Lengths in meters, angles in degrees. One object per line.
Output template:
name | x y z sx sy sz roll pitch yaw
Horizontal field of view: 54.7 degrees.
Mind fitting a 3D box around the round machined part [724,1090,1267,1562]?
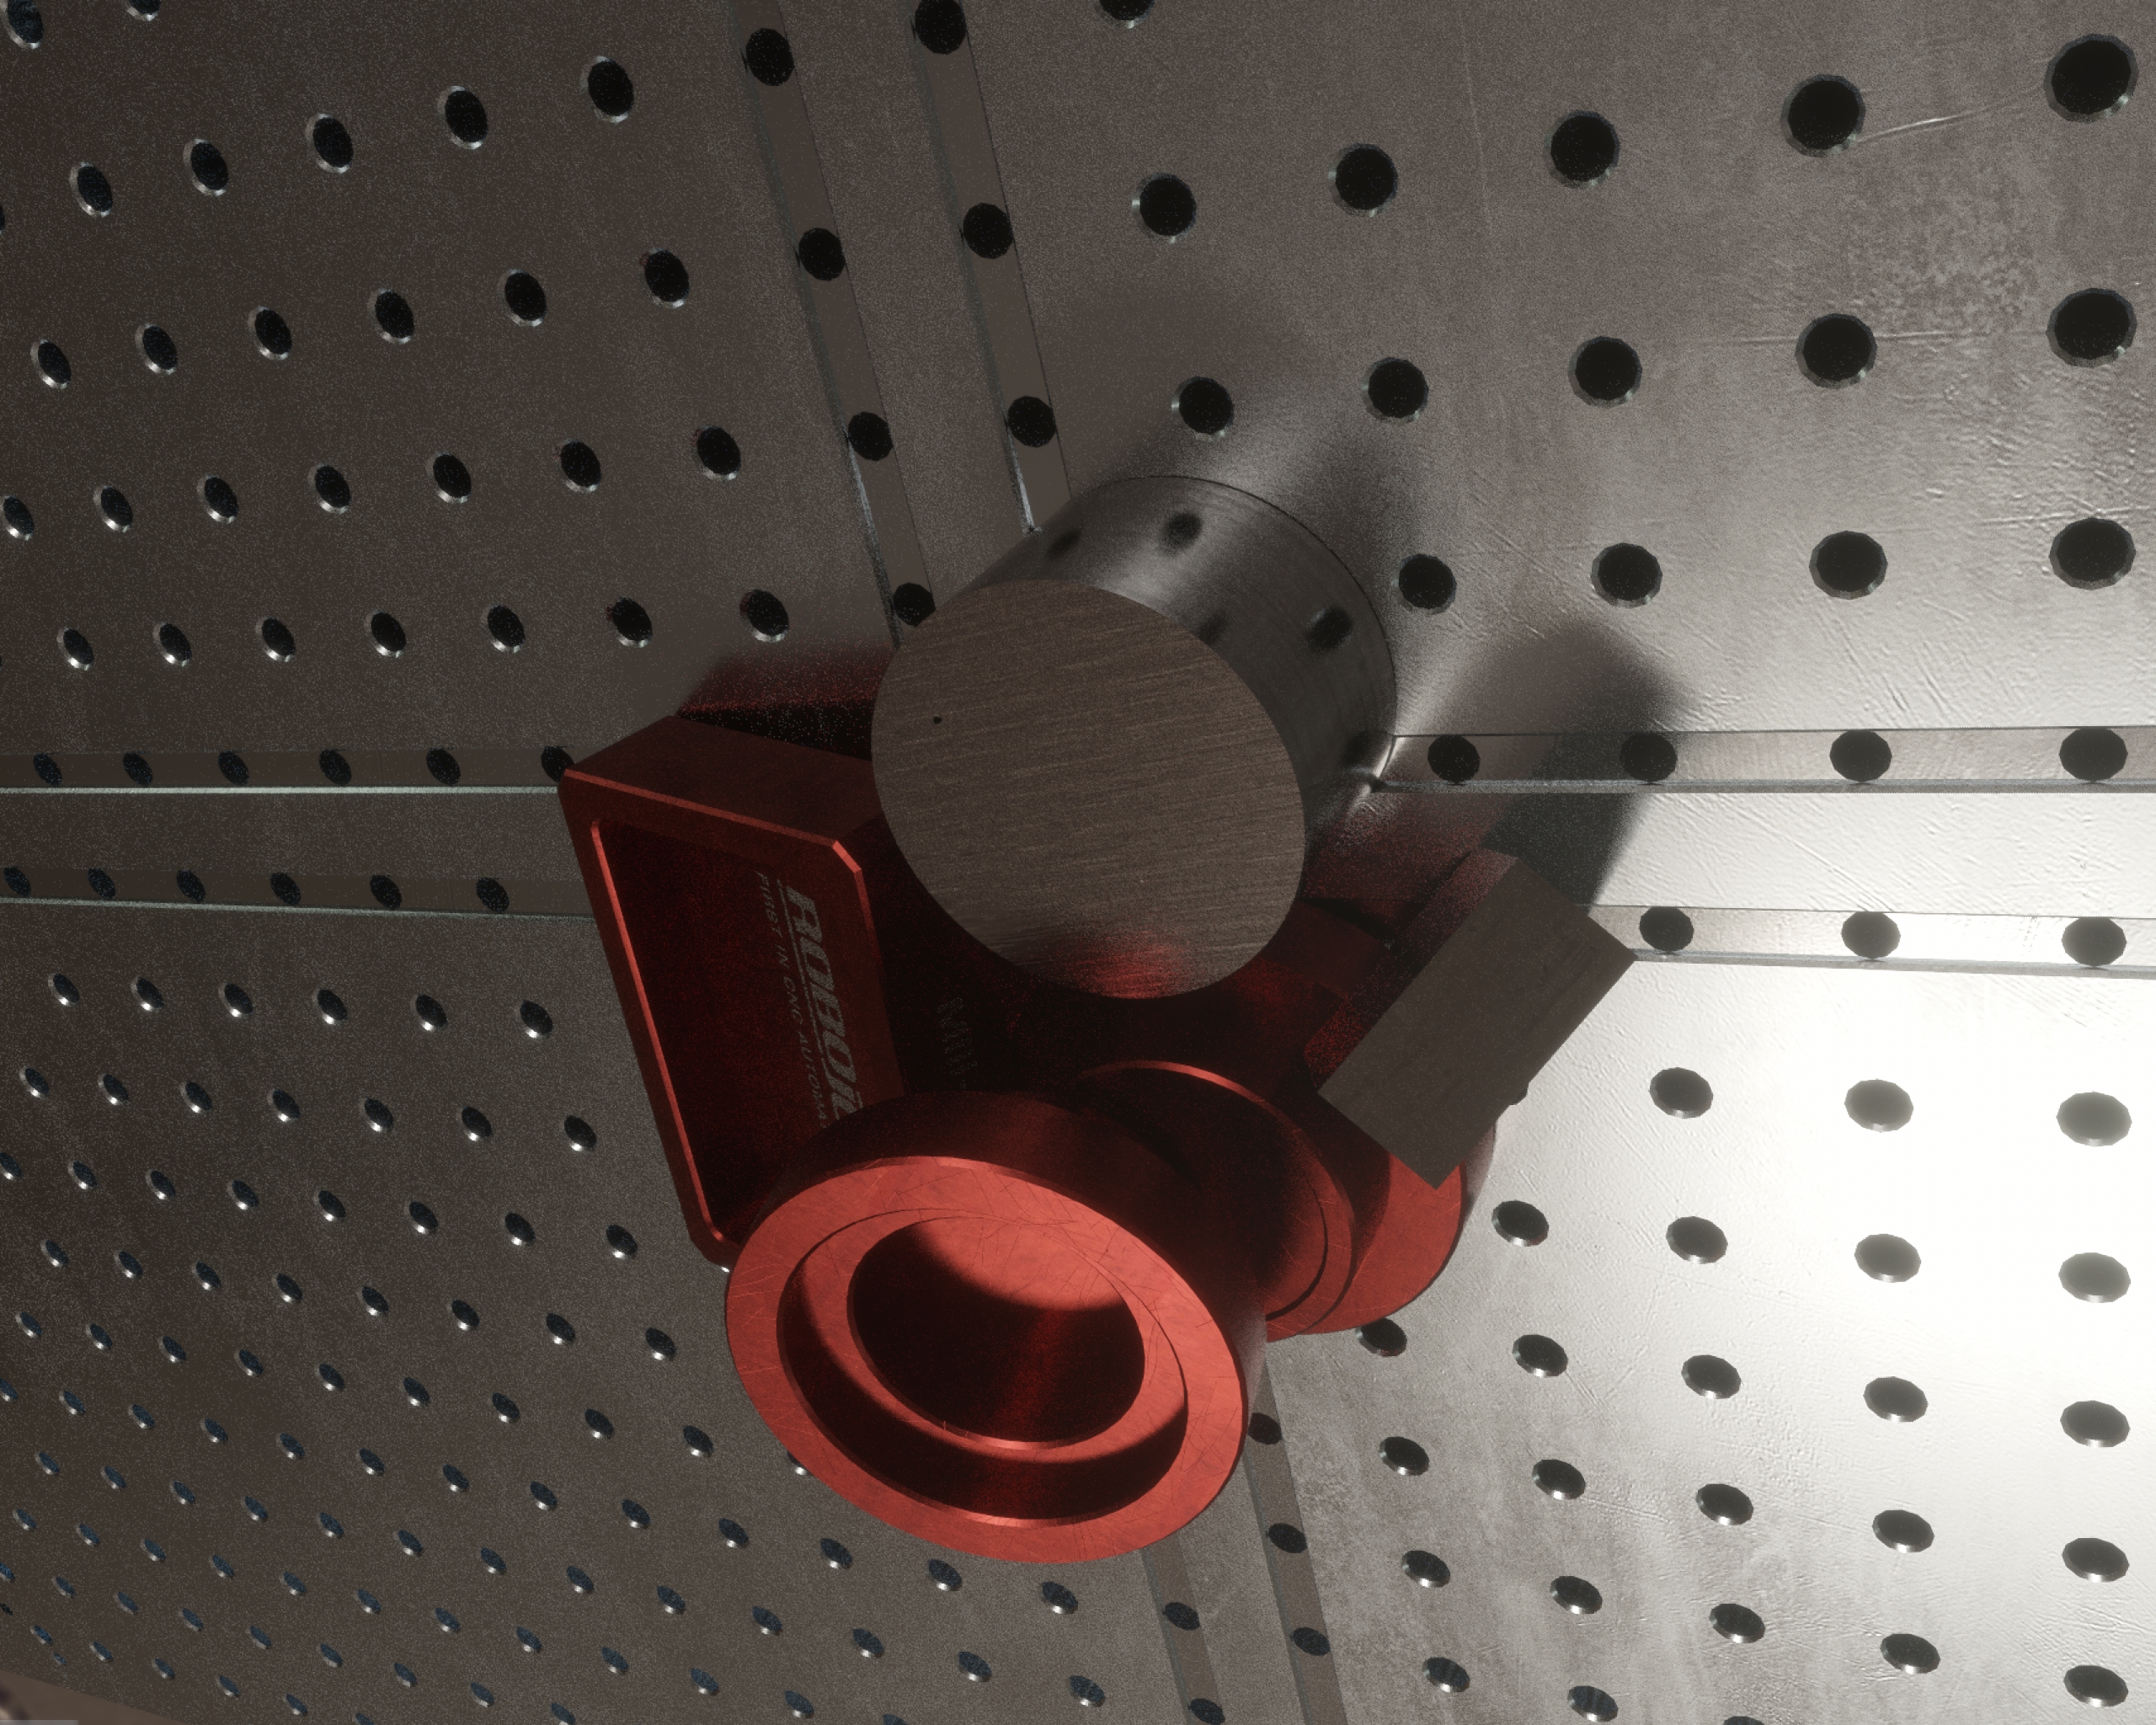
round machined part | -0.013 0.082 0.395 0.098 0.042 0.097 7 121 12

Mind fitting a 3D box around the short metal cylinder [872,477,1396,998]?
short metal cylinder | 0.011 -0.023 0.374 0.080 0.050 0.079 13 124 20

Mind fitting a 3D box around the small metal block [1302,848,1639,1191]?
small metal block | 0.066 0.025 0.362 0.025 0.050 0.050 40 94 1

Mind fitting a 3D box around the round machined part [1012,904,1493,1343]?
round machined part | 0.029 0.057 0.417 0.098 0.042 0.097 13 124 20

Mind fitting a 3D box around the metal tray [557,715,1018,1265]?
metal tray | -0.057 0.039 0.445 0.090 0.030 0.129 14 125 38
